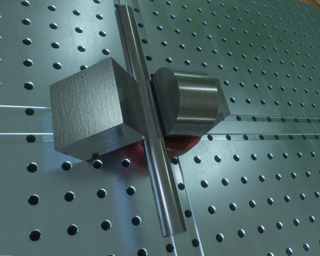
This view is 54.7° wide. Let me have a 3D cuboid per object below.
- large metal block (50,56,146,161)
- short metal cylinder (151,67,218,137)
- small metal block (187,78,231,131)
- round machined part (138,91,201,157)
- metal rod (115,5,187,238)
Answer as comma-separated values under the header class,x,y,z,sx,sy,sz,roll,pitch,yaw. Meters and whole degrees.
class,x,y,z,sx,sy,sz,roll,pitch,yaw
large metal block,-0.069,-0.018,0.340,0.050,0.080,0.080,40,33,-60
short metal cylinder,0.024,-0.029,0.366,0.050,0.080,0.080,1,62,-28
small metal block,0.056,-0.028,0.387,0.025,0.050,0.050,1,62,-28
round machined part,0.004,-0.006,0.403,0.099,0.042,0.098,14,56,-21
metal rod,-0.018,-0.028,0.364,0.025,0.025,0.299,1,61,-28
